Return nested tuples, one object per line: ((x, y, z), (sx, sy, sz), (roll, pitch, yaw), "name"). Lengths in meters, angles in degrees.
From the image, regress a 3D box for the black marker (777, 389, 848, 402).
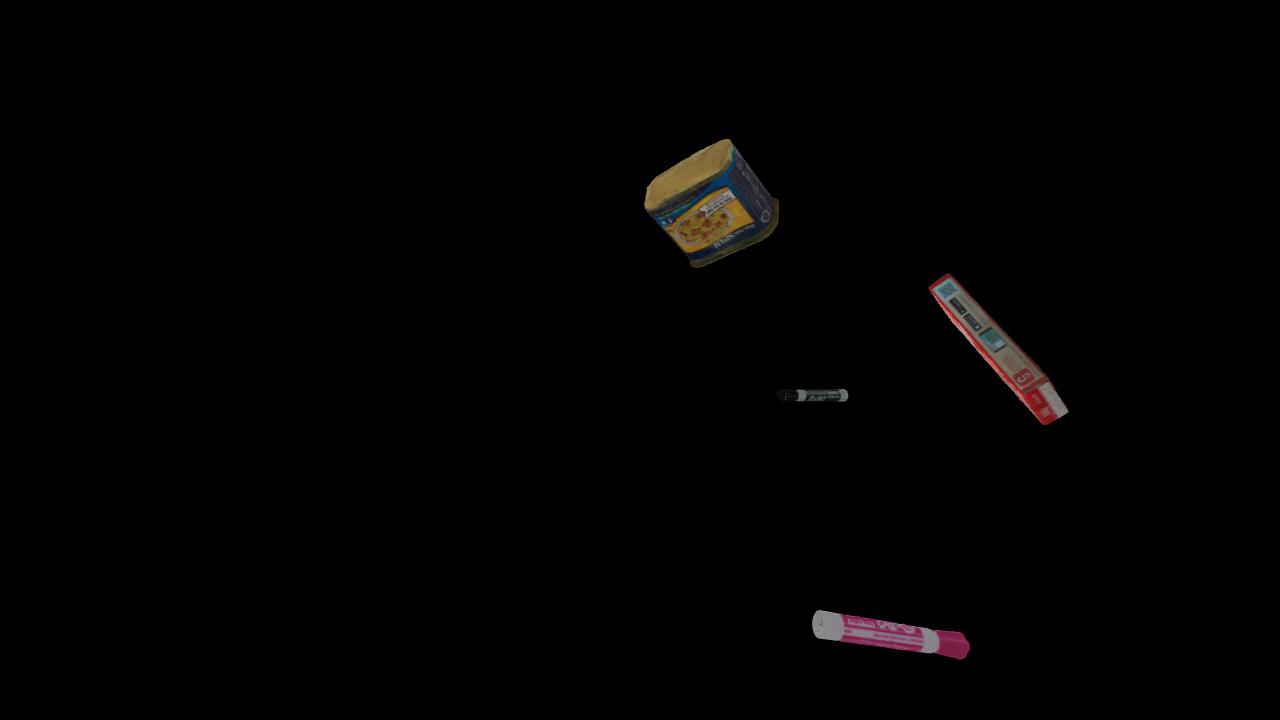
((0.250, 0.052, 0.891), (0.121, 0.020, 0.020), (1, -1, -26), "black marker")

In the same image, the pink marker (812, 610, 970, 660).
((0.185, 0.200, 0.447), (0.121, 0.020, 0.020), (12, -2, -10), "pink marker")

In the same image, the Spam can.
((0.067, -0.147, 0.584), (0.101, 0.058, 0.085), (-21, -46, 34), "Spam can")

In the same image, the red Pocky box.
((0.348, -0.013, 0.603), (0.028, 0.155, 0.083), (-40, -48, 22), "red Pocky box")
